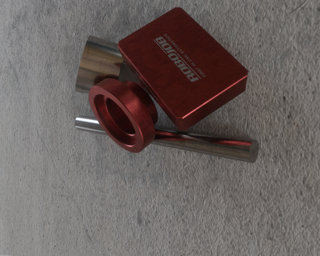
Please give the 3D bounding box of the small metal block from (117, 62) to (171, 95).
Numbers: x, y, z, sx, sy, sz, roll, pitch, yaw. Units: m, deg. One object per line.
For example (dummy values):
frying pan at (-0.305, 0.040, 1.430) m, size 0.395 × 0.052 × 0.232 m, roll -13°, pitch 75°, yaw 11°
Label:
small metal block at (-0.019, -0.063, 0.404) m, size 0.050 × 0.050 × 0.025 m, roll 30°, pitch 109°, yaw 36°

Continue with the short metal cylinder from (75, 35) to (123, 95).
short metal cylinder at (-0.082, -0.082, 0.432) m, size 0.080 × 0.050 × 0.080 m, roll -164°, pitch 89°, yaw -79°

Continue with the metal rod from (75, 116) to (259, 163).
metal rod at (-0.016, 0.008, 0.420) m, size 0.300 × 0.025 × 0.025 m, roll 8°, pitch 95°, yaw 39°

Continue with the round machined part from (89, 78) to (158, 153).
round machined part at (-0.041, -0.020, 0.389) m, size 0.098 × 0.042 × 0.097 m, roll 35°, pitch 148°, yaw 26°

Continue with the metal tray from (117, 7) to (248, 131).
metal tray at (0.023, -0.071, 0.351) m, size 0.090 × 0.030 × 0.130 m, roll -34°, pitch 63°, yaw -7°
